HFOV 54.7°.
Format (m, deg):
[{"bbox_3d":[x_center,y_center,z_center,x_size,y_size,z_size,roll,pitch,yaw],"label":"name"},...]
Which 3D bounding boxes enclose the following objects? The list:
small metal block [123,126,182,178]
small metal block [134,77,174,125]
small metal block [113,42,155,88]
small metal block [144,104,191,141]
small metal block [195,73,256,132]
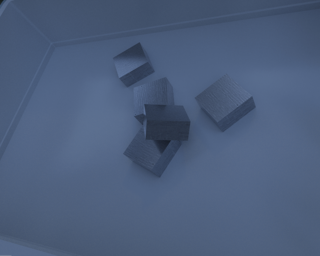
[{"bbox_3d":[-0.010,0.027,0.393,0.050,0.025,0.050,25,75,36],"label":"small metal block"},{"bbox_3d":[-0.008,-0.037,0.432,0.050,0.025,0.050,-16,55,19],"label":"small metal block"},{"bbox_3d":[-0.042,-0.099,0.487,0.050,0.025,0.050,-28,52,10],"label":"small metal block"},{"bbox_3d":[0.006,-0.008,0.379,0.050,0.025,0.050,2,25,-8],"label":"small metal block"},{"bbox_3d":[0.080,-0.032,0.382,0.050,0.025,0.050,-38,51,2],"label":"small metal block"}]
